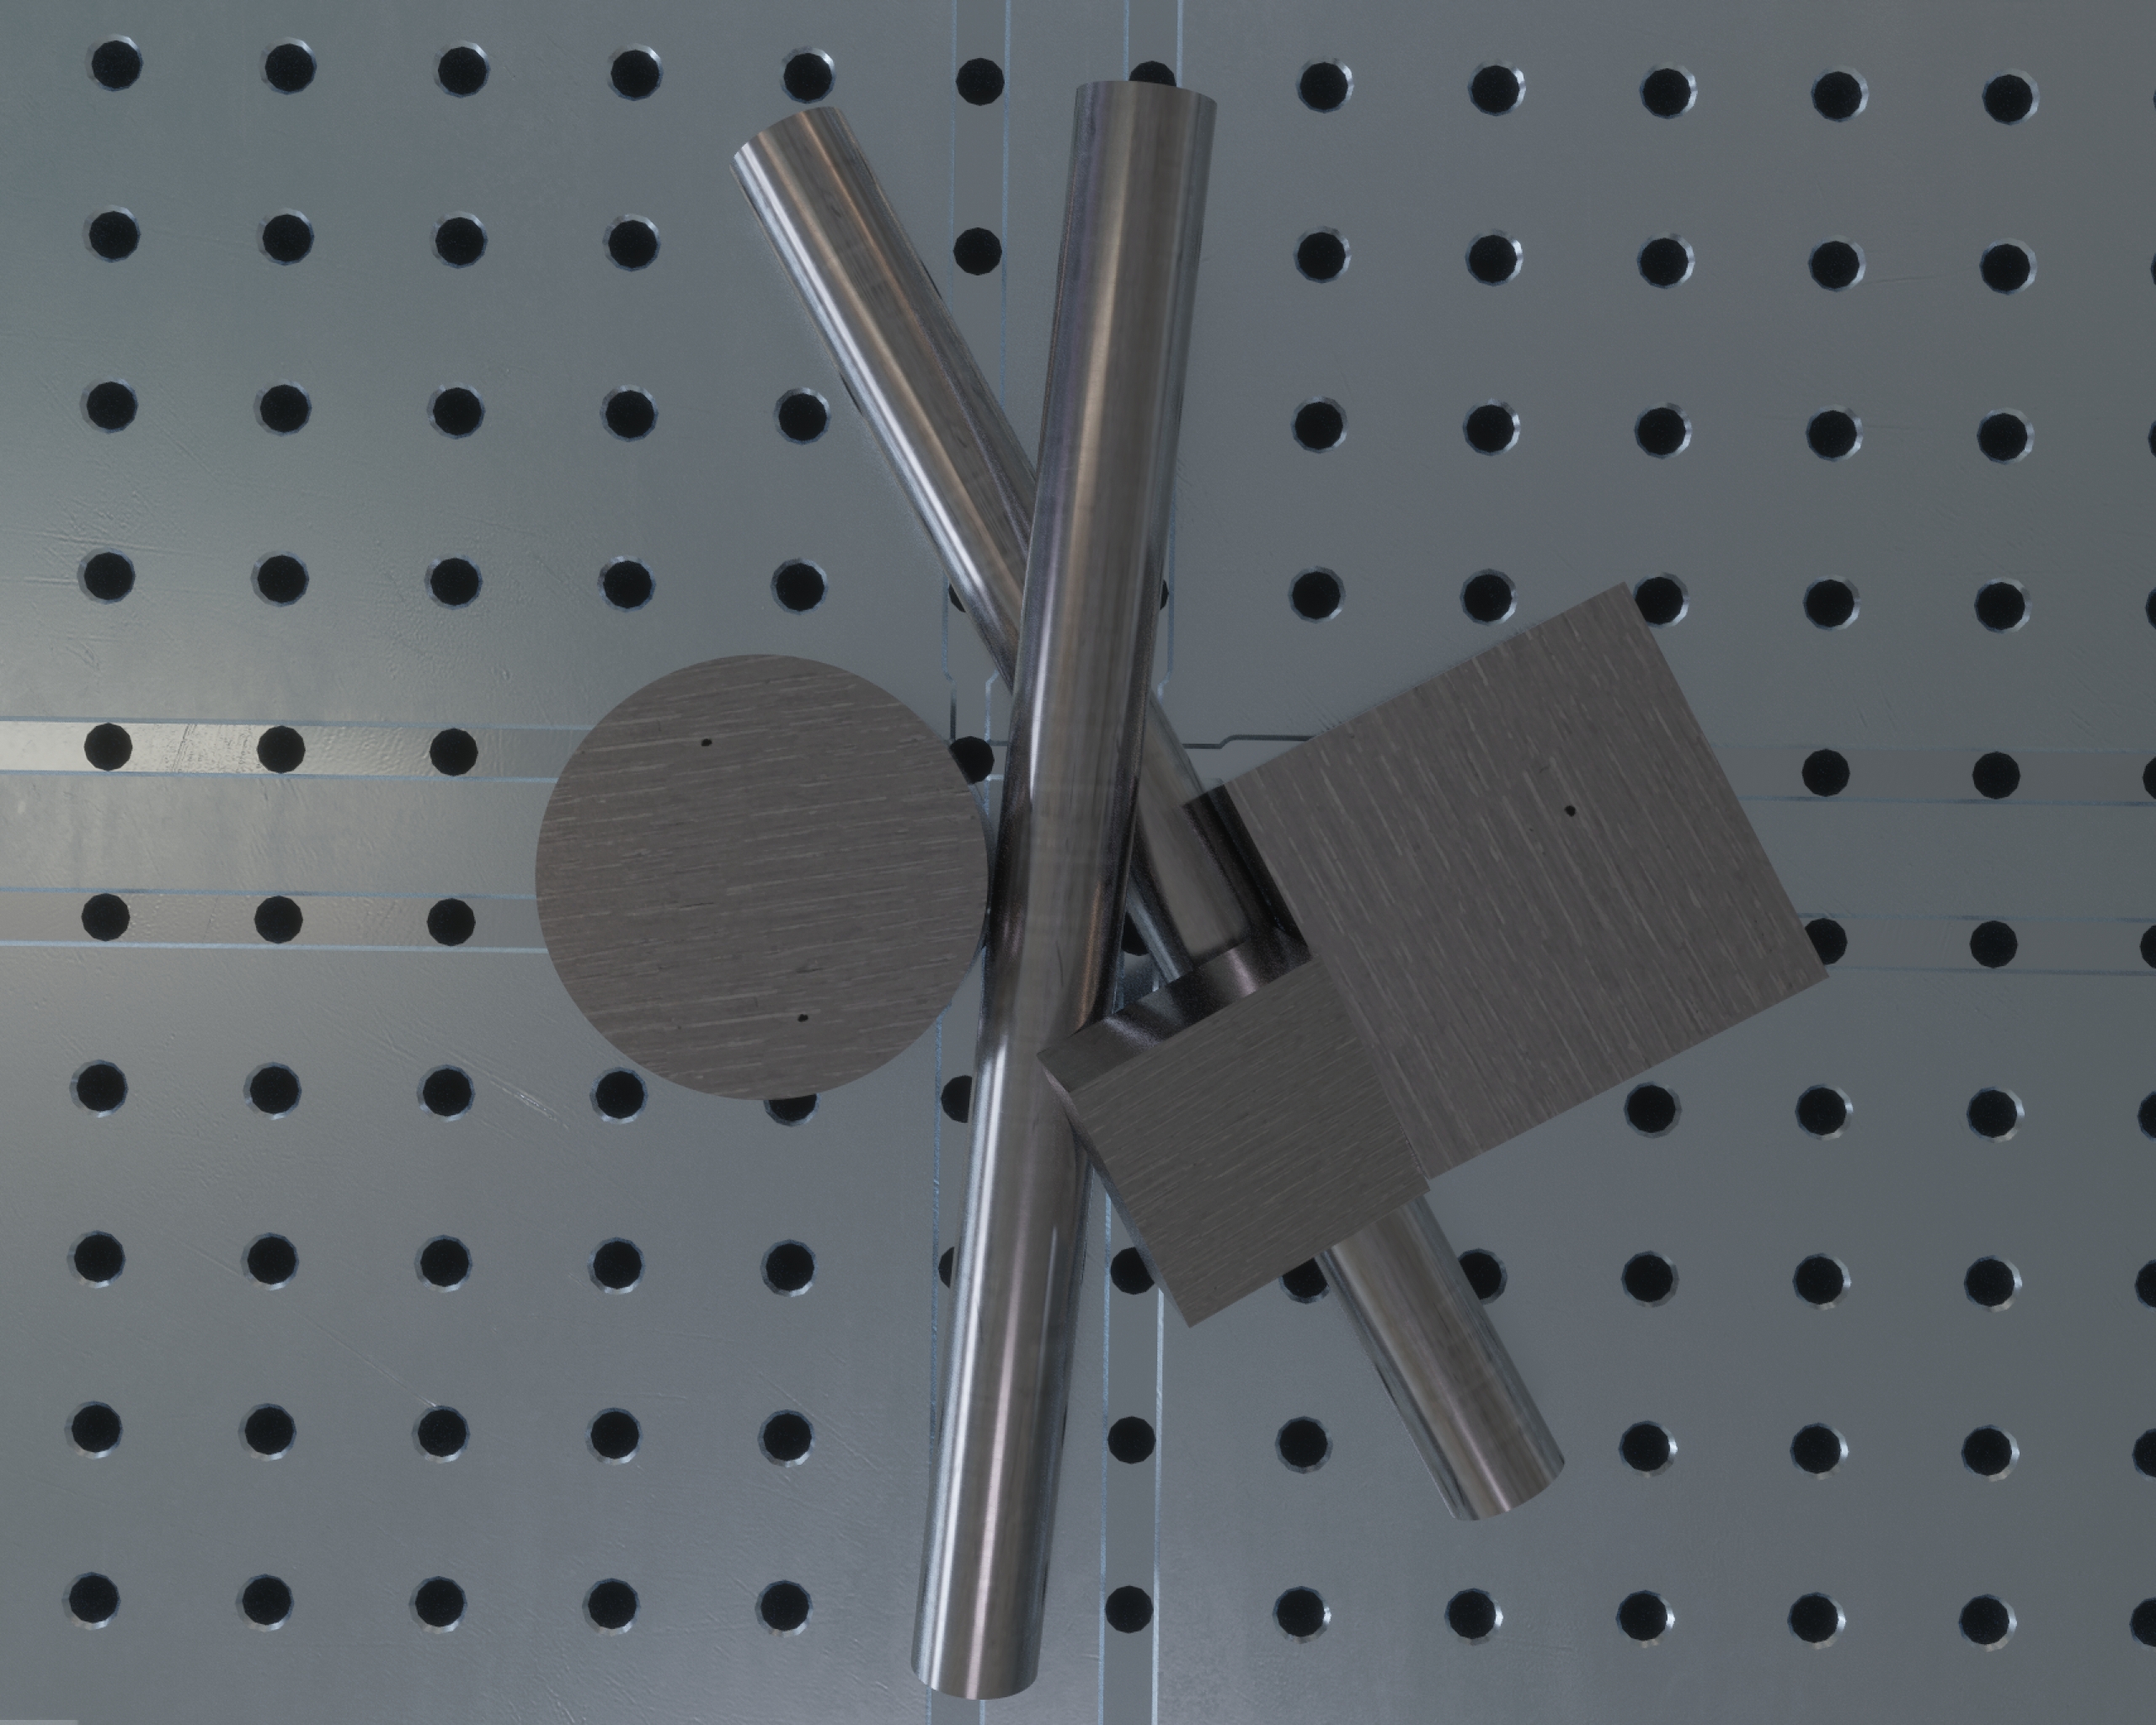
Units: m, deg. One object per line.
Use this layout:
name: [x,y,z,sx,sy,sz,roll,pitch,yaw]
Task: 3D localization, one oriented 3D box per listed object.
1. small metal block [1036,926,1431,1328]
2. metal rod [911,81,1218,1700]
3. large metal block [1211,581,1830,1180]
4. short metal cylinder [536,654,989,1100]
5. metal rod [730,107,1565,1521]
small metal block: [0.028,0.047,0.378,0.050,0.025,0.050,-28,105,-8]
metal rod: [-0.004,0.011,0.390,0.025,0.025,0.298,6,98,0]
large metal block: [0.080,0.003,0.397,0.080,0.050,0.080,-27,90,0]
short metal cylinder: [-0.057,0.002,0.397,0.081,0.050,0.079,0,90,-1]
metal rod: [0.014,-0.009,0.410,0.025,0.025,0.299,-28,91,0]
